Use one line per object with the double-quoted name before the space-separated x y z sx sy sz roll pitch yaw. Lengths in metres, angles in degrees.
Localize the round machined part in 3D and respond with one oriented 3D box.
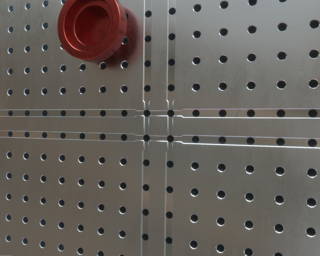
"round machined part" -0.090 -0.141 0.436 0.098 0.042 0.097 0 90 20
